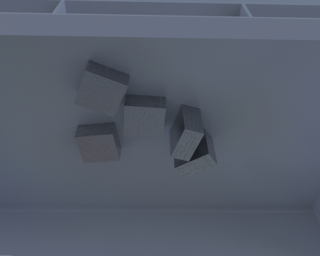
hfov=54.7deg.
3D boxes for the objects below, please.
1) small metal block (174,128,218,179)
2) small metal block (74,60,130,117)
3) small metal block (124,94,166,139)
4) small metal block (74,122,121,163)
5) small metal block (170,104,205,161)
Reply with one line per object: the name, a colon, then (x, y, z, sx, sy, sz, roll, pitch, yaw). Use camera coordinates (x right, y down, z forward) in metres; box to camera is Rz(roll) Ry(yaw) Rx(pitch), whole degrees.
small metal block: (0.047, 0.034, 0.423, 0.050, 0.050, 0.025, -26, 126, 20)
small metal block: (-0.069, -0.046, 0.369, 0.050, 0.025, 0.050, 19, 128, -16)
small metal block: (-0.020, -0.014, 0.397, 0.050, 0.025, 0.050, 4, 130, -4)
small metal block: (-0.084, 0.021, 0.426, 0.050, 0.025, 0.050, -5, 130, 3)
small metal block: (0.033, 0.006, 0.398, 0.025, 0.050, 0.050, 14, 129, -12)
